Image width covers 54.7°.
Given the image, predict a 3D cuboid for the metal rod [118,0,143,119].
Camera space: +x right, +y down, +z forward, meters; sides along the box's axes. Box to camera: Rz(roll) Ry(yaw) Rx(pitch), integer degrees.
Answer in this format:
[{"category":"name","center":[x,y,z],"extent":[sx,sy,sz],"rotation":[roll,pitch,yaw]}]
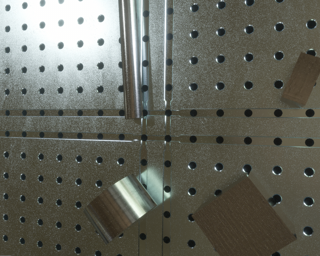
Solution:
[{"category":"metal rod","center":[-0.044,-0.162,0.427],"extent":[0.025,0.025,0.298],"rotation":[-4,89,19]}]

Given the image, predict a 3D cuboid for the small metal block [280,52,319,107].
[{"category":"small metal block","center":[0.157,-0.051,0.344],"extent":[0.025,0.050,0.050],"rotation":[24,98,18]}]

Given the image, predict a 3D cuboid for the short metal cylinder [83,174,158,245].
[{"category":"short metal cylinder","center":[-0.050,0.104,0.400],"extent":[0.080,0.080,0.050],"rotation":[-42,77,15]}]

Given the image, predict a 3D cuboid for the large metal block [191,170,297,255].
[{"category":"large metal block","center":[0.098,0.109,0.364],"extent":[0.080,0.050,0.080],"rotation":[-40,78,15]}]
